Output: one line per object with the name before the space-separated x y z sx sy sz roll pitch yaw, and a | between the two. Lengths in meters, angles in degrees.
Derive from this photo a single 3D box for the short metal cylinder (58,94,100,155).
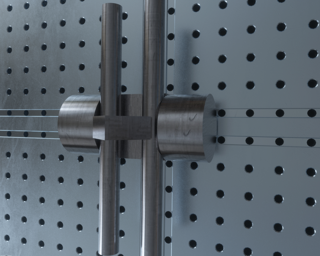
short metal cylinder | -0.089 -0.005 0.411 0.050 0.080 0.079 2 91 20

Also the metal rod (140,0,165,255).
metal rod | -0.008 0.000 0.359 0.025 0.025 0.298 1 90 20

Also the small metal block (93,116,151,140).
small metal block | -0.043 0.000 0.344 0.050 0.050 0.025 2 92 64

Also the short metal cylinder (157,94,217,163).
short metal cylinder | 0.035 0.000 0.367 0.050 0.080 0.079 1 90 21

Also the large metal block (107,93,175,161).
large metal block | -0.022 -0.002 0.403 0.080 0.050 0.079 1 90 20

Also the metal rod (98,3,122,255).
metal rod | -0.060 0.002 0.377 0.025 0.025 0.298 1 90 20
